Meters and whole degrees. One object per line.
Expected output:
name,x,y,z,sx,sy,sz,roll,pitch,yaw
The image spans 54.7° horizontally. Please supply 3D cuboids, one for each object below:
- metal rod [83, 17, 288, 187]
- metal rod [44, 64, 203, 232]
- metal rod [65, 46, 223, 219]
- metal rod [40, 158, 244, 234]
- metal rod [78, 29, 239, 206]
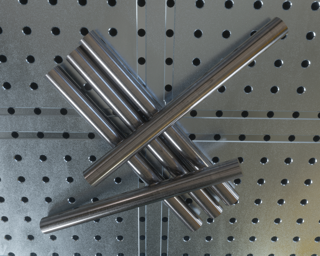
metal rod,0.028,-0.029,0.381,0.300,0.025,0.025,-39,106,4
metal rod,-0.040,0.038,0.426,0.025,0.025,0.300,-37,106,12
metal rod,-0.012,0.016,0.419,0.025,0.025,0.300,-37,106,12
metal rod,-0.036,0.098,0.427,0.301,0.025,0.025,-20,109,15
metal rod,0.008,-0.003,0.412,0.025,0.025,0.300,-39,106,13
